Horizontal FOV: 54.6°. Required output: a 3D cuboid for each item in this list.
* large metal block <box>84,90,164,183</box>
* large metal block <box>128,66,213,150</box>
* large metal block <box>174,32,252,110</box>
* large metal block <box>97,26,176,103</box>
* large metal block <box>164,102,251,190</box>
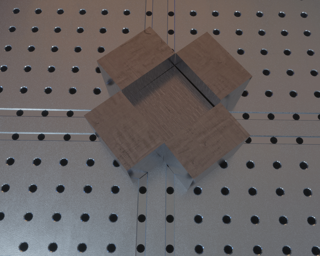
[{"bbox_3d":[-0.040,0.014,0.377,0.050,0.080,0.080,-37,75,-12],"label":"large metal block"},{"bbox_3d":[0.013,-0.019,0.404,0.080,0.050,0.080,-37,73,-10],"label":"large metal block"},{"bbox_3d":[0.064,-0.062,0.406,0.050,0.080,0.080,-37,75,-12],"label":"large metal block"},{"bbox_3d":[-0.028,-0.072,0.409,0.080,0.080,0.050,-37,74,-12],"label":"large metal block"},{"bbox_3d":[0.052,0.025,0.375,0.080,0.080,0.050,-35,74,-12],"label":"large metal block"}]
